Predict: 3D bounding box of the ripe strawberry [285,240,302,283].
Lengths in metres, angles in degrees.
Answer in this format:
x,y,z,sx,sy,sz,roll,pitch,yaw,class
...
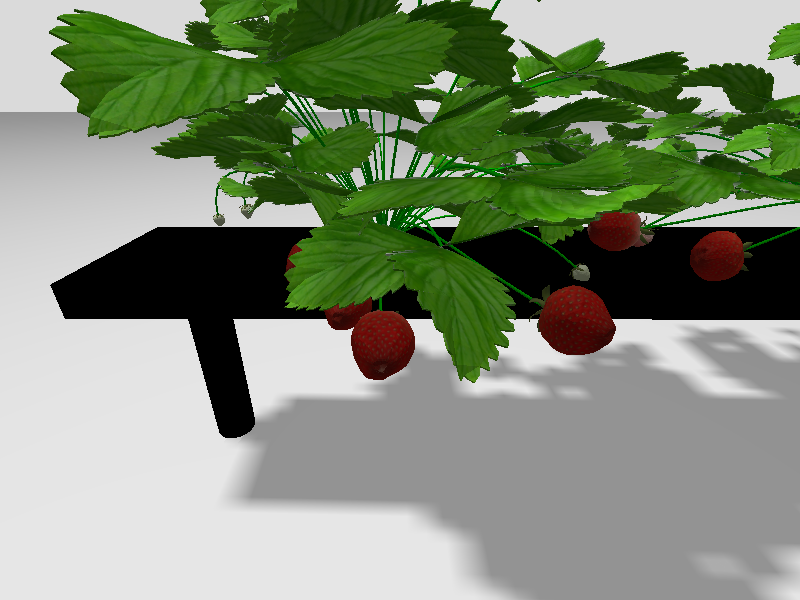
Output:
x,y,z,sx,sy,sz,roll,pitch,yaw,class
-0.064,-0.024,0.283,0.037,0.039,0.041,14,31,26,ripe strawberry

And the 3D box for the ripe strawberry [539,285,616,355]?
x,y,z,sx,sy,sz,roll,pitch,yaw,class
0.096,0.012,0.215,0.035,0.037,0.038,-17,32,-30,ripe strawberry

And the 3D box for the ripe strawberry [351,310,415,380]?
x,y,z,sx,sy,sz,roll,pitch,yaw,class
-0.008,0.024,0.195,0.032,0.034,0.035,-1,28,-2,ripe strawberry

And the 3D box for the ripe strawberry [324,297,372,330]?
x,y,z,sx,sy,sz,roll,pitch,yaw,class
-0.032,0.004,0.236,0.029,0.031,0.031,3,28,6,ripe strawberry

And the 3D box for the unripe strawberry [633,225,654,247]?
x,y,z,sx,sy,sz,roll,pitch,yaw,class
0.221,-0.059,0.369,0.020,0.019,0.018,29,24,-12,unripe strawberry

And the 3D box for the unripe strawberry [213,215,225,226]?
x,y,z,sx,sy,sz,roll,pitch,yaw,class
-0.188,-0.083,0.417,0.011,0.011,0.011,9,28,17,unripe strawberry

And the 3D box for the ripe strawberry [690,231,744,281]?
x,y,z,sx,sy,sz,roll,pitch,yaw,class
0.233,-0.032,0.298,0.035,0.037,0.033,-9,28,-17,ripe strawberry

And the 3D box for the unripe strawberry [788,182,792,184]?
x,y,z,sx,sy,sz,roll,pitch,yaw,class
0.525,-0.159,0.543,0.011,0.010,0.010,11,29,21,unripe strawberry

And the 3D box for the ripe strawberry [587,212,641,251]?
x,y,z,sx,sy,sz,roll,pitch,yaw,class
0.190,-0.063,0.359,0.042,0.041,0.039,-1,27,0,ripe strawberry

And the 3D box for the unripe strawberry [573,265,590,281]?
x,y,z,sx,sy,sz,roll,pitch,yaw,class
0.137,-0.020,0.302,0.013,0.013,0.012,-52,-5,36,unripe strawberry
